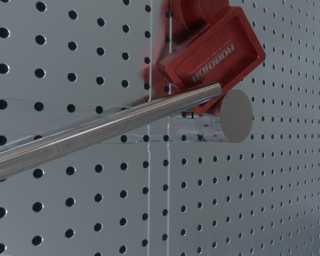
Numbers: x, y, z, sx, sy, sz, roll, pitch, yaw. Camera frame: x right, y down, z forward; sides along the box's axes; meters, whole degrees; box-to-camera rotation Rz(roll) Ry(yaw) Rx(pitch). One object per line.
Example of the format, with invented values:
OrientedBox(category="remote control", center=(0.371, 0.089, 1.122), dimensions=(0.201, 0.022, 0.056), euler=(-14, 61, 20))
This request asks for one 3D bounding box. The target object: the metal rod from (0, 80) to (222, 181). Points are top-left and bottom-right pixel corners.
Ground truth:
OrientedBox(category="metal rod", center=(-0.045, -0.006, 0.349), dimensions=(0.302, 0.025, 0.025), euler=(-22, 104, -31))

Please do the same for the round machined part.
OrientedBox(category="round machined part", center=(0.065, -0.173, 0.453), dimensions=(0.099, 0.042, 0.097), euler=(0, 90, -40))

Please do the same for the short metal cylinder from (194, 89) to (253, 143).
OrientedBox(category="short metal cylinder", center=(0.098, -0.018, 0.475), dimensions=(0.081, 0.050, 0.079), euler=(0, 91, -40))

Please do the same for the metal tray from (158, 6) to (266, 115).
OrientedBox(category="metal tray", center=(0.074, -0.093, 0.431), dimensions=(0.130, 0.030, 0.090), euler=(-41, 119, -2))
